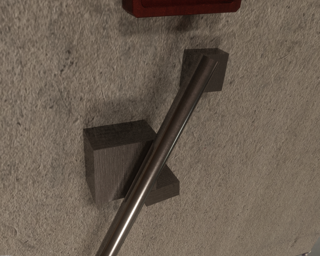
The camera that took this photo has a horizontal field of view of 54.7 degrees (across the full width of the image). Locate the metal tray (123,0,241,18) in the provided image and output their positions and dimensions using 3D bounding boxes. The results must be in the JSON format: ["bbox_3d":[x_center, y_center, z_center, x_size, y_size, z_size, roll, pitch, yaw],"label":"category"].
[{"bbox_3d":[0.027,-0.165,0.317,0.131,0.030,0.089,-12,124,-22],"label":"metal tray"}]

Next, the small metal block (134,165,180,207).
[{"bbox_3d":[-0.006,0.077,0.437,0.050,0.050,0.025,-16,125,-20],"label":"small metal block"}]

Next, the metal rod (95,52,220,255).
[{"bbox_3d":[-0.013,0.053,0.369,0.025,0.025,0.298,15,111,-35],"label":"metal rod"}]

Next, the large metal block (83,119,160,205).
[{"bbox_3d":[-0.049,0.041,0.391,0.081,0.050,0.079,-10,123,-24],"label":"large metal block"}]

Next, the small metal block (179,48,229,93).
[{"bbox_3d":[0.055,-0.073,0.394,0.050,0.025,0.050,-9,122,-24],"label":"small metal block"}]
